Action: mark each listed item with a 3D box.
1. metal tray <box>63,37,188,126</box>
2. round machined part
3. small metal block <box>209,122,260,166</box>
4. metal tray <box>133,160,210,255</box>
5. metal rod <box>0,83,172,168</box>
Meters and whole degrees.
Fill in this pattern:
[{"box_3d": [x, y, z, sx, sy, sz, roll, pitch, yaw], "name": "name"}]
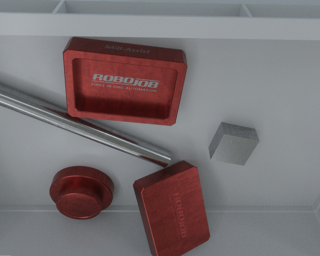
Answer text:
[{"box_3d": [-0.041, -0.051, 0.361, 0.131, 0.030, 0.089, 5, 130, -5], "name": "metal tray"}, {"box_3d": [-0.124, 0.108, 0.488, 0.099, 0.042, 0.097, -1, 130, 0], "name": "round machined part"}, {"box_3d": [0.101, 0.023, 0.430, 0.050, 0.025, 0.050, 11, 129, -10], "name": "small metal block"}, {"box_3d": [0.020, 0.123, 0.455, 0.091, 0.030, 0.129, -20, 109, -23], "name": "metal tray"}, {"box_3d": [-0.121, -0.010, 0.398, 0.302, 0.025, 0.025, 23, 126, -19], "name": "metal rod"}]
